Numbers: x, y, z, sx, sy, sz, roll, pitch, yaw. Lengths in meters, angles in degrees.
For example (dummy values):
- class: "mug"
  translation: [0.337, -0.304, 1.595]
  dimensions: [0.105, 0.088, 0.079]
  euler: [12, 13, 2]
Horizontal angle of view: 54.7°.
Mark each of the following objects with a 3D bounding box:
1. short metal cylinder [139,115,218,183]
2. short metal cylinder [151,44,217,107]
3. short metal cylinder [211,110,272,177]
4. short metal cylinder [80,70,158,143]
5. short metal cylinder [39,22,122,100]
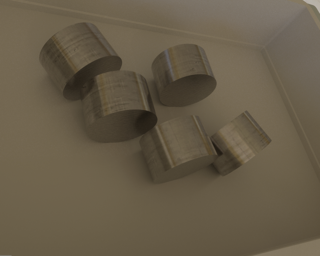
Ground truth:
- class: "short metal cylinder"
  translation: [0.022, 0.027, 0.367]
  dimensions: [0.081, 0.080, 0.050]
  euler: [-9, 67, -32]
- class: "short metal cylinder"
  translation: [0.033, -0.071, 0.433]
  dimensions: [0.081, 0.080, 0.050]
  euler: [-1, 62, -29]
- class: "short metal cylinder"
  translation: [0.099, 0.021, 0.414]
  dimensions: [0.081, 0.080, 0.050]
  euler: [-30, 79, -38]
- class: "short metal cylinder"
  translation: [-0.048, -0.022, 0.359]
  dimensions: [0.081, 0.080, 0.050]
  euler: [-2, 63, -30]
- class: "short metal cylinder"
  translation: [-0.093, -0.078, 0.369]
  dimensions: [0.081, 0.080, 0.050]
  euler: [-29, 78, -38]
